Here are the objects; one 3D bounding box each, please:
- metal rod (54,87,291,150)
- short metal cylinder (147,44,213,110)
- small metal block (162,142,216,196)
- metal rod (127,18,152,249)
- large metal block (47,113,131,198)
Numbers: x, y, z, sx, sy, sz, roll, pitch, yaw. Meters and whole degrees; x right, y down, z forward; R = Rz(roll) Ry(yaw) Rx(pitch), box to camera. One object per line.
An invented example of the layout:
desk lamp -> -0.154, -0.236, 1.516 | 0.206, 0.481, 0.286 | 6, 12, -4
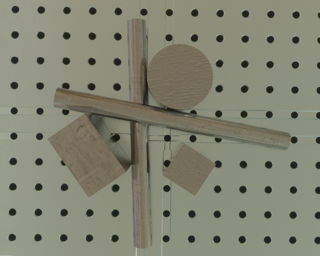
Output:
metal rod -> 0.022, -0.009, 0.395 | 0.302, 0.025, 0.025 | 11, 90, -8
short metal cylinder -> 0.024, -0.062, 0.401 | 0.081, 0.050, 0.079 | 0, 90, -1
small metal block -> 0.038, 0.054, 0.415 | 0.050, 0.025, 0.050 | 33, 90, -1
metal rod -> -0.027, 0.007, 0.413 | 0.025, 0.025, 0.298 | -2, 90, -1
large metal block -> -0.082, 0.030, 0.384 | 0.050, 0.080, 0.080 | -35, 90, 0
